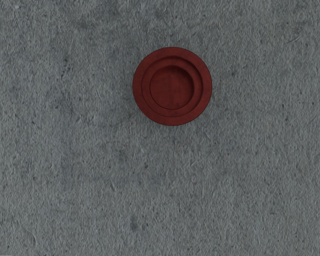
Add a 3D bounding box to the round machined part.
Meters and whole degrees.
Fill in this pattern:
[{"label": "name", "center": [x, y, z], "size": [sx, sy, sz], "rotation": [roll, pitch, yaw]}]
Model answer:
[{"label": "round machined part", "center": [0.015, -0.051, 0.402], "size": [0.099, 0.042, 0.097], "rotation": [0, 90, 0]}]
